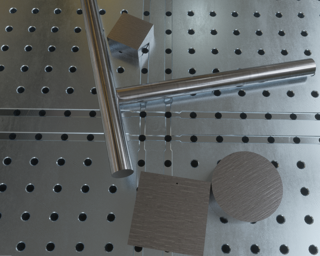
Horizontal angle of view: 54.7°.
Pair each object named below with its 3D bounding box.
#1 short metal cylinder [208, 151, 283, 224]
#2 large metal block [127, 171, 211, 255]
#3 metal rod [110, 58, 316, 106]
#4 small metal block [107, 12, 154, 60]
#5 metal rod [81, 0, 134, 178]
[{"bbox_3d":[0.099,0.073,0.373,0.081,0.050,0.080,0,70,0],"label":"short metal cylinder"},{"bbox_3d":[0.012,0.101,0.362,0.080,0.050,0.080,9,70,3],"label":"large metal block"},{"bbox_3d":[0.069,-0.064,0.435,0.302,0.025,0.025,-9,71,-4],"label":"metal rod"},{"bbox_3d":[-0.043,-0.137,0.461,0.050,0.025,0.050,25,72,8],"label":"small metal block"},{"bbox_3d":[-0.077,-0.076,0.415,0.025,0.025,0.299,-13,62,-5],"label":"metal rod"}]
